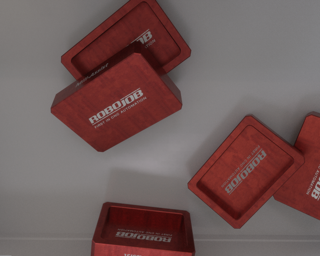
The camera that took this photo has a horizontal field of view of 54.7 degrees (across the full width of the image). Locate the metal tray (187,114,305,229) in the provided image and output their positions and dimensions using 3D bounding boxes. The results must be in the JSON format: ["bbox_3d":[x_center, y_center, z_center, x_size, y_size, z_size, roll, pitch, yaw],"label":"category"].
[{"bbox_3d":[0.111,0.057,0.412,0.090,0.030,0.129,40,106,10],"label":"metal tray"}]

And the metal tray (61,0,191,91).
[{"bbox_3d":[-0.040,-0.089,0.375,0.130,0.030,0.090,-35,107,12],"label":"metal tray"}]

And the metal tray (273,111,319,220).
[{"bbox_3d":[0.217,0.053,0.408,0.090,0.030,0.129,23,111,24],"label":"metal tray"}]

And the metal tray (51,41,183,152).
[{"bbox_3d":[-0.051,-0.032,0.371,0.130,0.030,0.090,-29,126,20],"label":"metal tray"}]

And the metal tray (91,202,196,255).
[{"bbox_3d":[-0.022,0.147,0.430,0.131,0.090,0.030,7,110,-3],"label":"metal tray"}]
